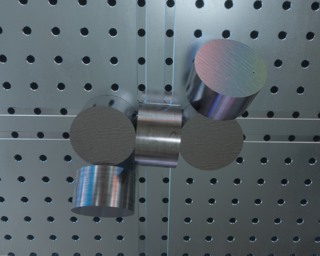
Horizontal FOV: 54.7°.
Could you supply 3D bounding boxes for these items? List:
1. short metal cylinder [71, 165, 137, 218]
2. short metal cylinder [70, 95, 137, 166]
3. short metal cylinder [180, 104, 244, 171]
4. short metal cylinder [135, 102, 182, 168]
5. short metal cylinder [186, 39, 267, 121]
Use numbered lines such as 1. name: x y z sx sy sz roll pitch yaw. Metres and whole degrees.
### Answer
1. short metal cylinder: -0.073 0.086 0.409 0.081 0.050 0.080 1 154 1
2. short metal cylinder: -0.069 0.003 0.399 0.081 0.050 0.079 0 110 -1
3. short metal cylinder: 0.062 0.008 0.403 0.081 0.050 0.079 0 110 -1
4. short metal cylinder: -0.003 0.009 0.387 0.050 0.080 0.079 5 110 -2
5. short metal cylinder: 0.074 -0.055 0.358 0.081 0.080 0.050 8 151 -4
